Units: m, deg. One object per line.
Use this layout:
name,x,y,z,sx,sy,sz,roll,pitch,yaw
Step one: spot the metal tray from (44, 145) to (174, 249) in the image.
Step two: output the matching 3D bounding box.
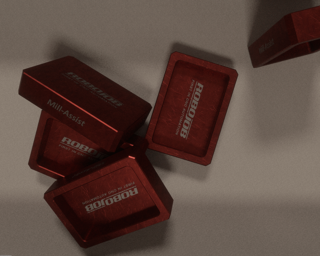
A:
metal tray,-0.061,0.086,0.374,0.130,0.030,0.090,-25,106,17

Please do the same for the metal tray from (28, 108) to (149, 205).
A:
metal tray,-0.091,0.033,0.391,0.131,0.030,0.089,23,113,-1

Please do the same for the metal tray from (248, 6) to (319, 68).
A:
metal tray,0.167,-0.106,0.361,0.091,0.130,0.030,-15,90,0

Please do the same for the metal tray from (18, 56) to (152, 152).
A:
metal tray,-0.085,-0.034,0.369,0.130,0.090,0.030,32,121,6

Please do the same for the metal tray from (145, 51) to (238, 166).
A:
metal tray,0.039,-0.025,0.409,0.090,0.030,0.129,17,90,-1
